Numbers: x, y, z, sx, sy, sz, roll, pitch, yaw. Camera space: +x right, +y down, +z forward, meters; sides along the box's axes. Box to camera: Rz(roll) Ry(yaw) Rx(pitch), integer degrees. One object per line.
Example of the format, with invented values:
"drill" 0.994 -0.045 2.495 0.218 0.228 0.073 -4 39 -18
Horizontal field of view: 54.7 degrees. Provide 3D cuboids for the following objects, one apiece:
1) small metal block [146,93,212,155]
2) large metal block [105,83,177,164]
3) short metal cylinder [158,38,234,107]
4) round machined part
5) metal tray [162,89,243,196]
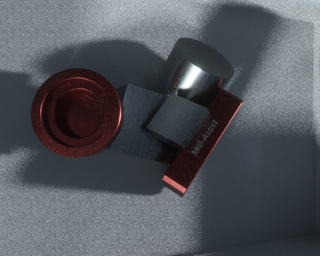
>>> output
"small metal block" 0.022 -0.005 0.350 0.050 0.050 0.025 -54 145 -12
"large metal block" -0.019 -0.003 0.390 0.081 0.050 0.080 16 85 -20
"short metal cylinder" 0.045 -0.069 0.391 0.081 0.080 0.050 17 129 -20
"round machined part" -0.090 -0.015 0.355 0.099 0.042 0.097 0 85 2
"metal tray" 0.052 0.023 0.393 0.030 0.090 0.130 32 78 10
